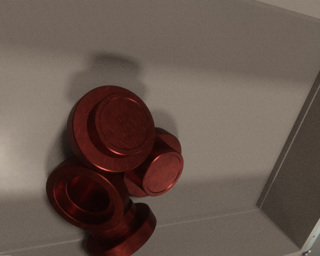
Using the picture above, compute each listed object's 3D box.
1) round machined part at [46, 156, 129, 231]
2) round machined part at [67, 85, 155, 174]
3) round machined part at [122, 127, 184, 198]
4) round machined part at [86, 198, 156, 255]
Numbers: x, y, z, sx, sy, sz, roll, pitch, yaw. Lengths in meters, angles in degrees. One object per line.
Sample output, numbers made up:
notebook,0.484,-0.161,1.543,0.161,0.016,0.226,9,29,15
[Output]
round machined part,-0.084,0.075,0.379,0.098,0.042,0.097,7,119,13
round machined part,-0.047,-0.001,0.339,0.099,0.042,0.098,9,72,-31
round machined part,-0.007,0.051,0.414,0.099,0.042,0.097,-23,128,-32
round machined part,-0.058,0.132,0.420,0.098,0.098,0.042,-31,103,-9
